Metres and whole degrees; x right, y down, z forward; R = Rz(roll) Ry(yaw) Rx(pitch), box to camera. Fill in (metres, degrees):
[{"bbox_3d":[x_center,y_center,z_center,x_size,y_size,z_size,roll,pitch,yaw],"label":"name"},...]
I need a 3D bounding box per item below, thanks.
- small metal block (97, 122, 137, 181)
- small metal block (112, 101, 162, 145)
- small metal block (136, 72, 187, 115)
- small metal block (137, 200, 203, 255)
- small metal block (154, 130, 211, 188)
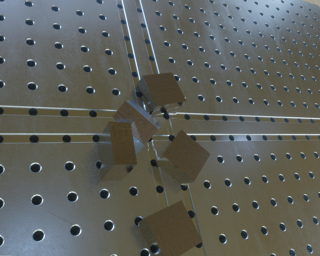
[{"bbox_3d":[-0.050,0.027,0.348,0.025,0.050,0.050,3,61,-27],"label":"small metal block"},{"bbox_3d":[-0.026,-0.008,0.381,0.050,0.025,0.050,41,8,0],"label":"small metal block"},{"bbox_3d":[0.002,-0.049,0.438,0.050,0.025,0.050,-13,68,-33],"label":"small metal block"},{"bbox_3d":[0.011,0.115,0.343,0.050,0.025,0.050,-17,70,-34],"label":"small metal block"},{"bbox_3d":[0.030,0.039,0.400,0.050,0.025,0.050,40,51,-1],"label":"small metal block"}]
